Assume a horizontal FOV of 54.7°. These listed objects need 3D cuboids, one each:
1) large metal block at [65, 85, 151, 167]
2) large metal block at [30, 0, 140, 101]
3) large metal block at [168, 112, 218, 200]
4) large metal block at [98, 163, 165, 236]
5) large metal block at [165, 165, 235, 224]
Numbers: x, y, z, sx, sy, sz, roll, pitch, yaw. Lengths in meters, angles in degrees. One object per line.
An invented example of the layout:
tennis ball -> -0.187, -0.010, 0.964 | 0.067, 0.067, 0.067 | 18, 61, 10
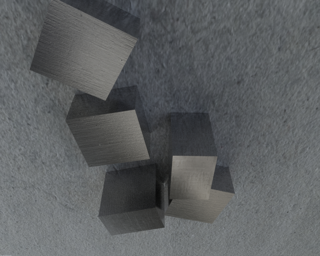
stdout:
large metal block -> -0.060, -0.001, 0.389 | 0.080, 0.050, 0.080 | -8, 130, 6
large metal block -> -0.075, -0.086, 0.316 | 0.080, 0.050, 0.080 | 22, 127, -18
large metal block -> 0.038, 0.036, 0.402 | 0.050, 0.080, 0.079 | 1, 130, -1
large metal block -> -0.039, 0.105, 0.460 | 0.080, 0.080, 0.050 | -11, 129, 9
large metal block -> 0.056, 0.097, 0.475 | 0.081, 0.050, 0.079 | 13, 129, -12
